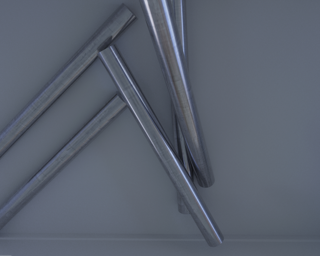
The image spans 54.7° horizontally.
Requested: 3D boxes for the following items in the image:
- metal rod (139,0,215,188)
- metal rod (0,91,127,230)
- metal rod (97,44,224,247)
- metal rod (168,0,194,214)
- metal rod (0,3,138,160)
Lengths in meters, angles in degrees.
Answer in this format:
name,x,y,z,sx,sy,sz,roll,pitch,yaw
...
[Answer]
name,x,y,z,sx,sy,sz,roll,pitch,yaw
metal rod,0.027,-0.026,0.338,0.025,0.025,0.299,-16,134,6
metal rod,-0.154,0.060,0.431,0.299,0.025,0.025,-42,105,14
metal rod,0.009,0.034,0.397,0.025,0.025,0.299,-27,107,9
metal rod,0.028,-0.020,0.403,0.025,0.025,0.298,-4,110,1
metal rod,-0.143,-0.040,0.395,0.299,0.025,0.025,-42,105,13
